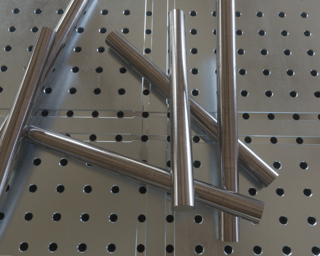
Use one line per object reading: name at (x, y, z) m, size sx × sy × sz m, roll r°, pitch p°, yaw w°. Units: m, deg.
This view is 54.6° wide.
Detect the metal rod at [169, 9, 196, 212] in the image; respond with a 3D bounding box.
metal rod at (0.025, -0.045, 0.397) m, size 0.025 × 0.025 × 0.300 m, roll 0°, pitch 58°, yaw 0°

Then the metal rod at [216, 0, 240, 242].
metal rod at (0.083, -0.017, 0.384) m, size 0.025 × 0.025 × 0.299 m, roll 1°, pitch 83°, yaw 0°

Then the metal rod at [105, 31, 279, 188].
metal rod at (0.034, -0.034, 0.424) m, size 0.025 × 0.025 × 0.300 m, roll -43°, pitch 76°, yaw -14°

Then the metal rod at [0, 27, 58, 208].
metal rod at (-0.184, 0.012, 0.387) m, size 0.025 × 0.025 × 0.299 m, roll 12°, pitch 77°, yaw 4°

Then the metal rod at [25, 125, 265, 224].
metal rod at (-0.030, 0.050, 0.373) m, size 0.301 × 0.025 × 0.025 m, roll 17°, pitch 71°, yaw 14°

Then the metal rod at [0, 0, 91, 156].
metal rod at (-0.164, -0.089, 0.443) m, size 0.025 × 0.025 × 0.300 m, roll 18°, pitch 71°, yaw 6°
